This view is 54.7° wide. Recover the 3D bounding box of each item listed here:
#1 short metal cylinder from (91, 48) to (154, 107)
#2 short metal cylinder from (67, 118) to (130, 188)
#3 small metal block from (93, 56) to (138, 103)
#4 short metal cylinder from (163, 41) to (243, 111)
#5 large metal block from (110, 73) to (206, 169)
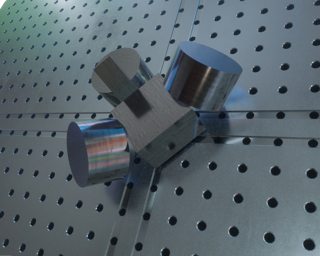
[{"bbox_3d":[-0.054,-0.072,0.460,0.080,0.050,0.080,-13,56,21],"label":"short metal cylinder"},{"bbox_3d":[-0.078,0.029,0.384,0.080,0.050,0.079,18,112,55],"label":"short metal cylinder"},{"bbox_3d":[-0.053,-0.061,0.389,0.025,0.050,0.050,-39,7,4],"label":"small metal block"},{"bbox_3d":[0.050,-0.063,0.371,0.080,0.081,0.050,51,130,39],"label":"short metal cylinder"},{"bbox_3d":[-0.003,-0.010,0.392,0.080,0.050,0.080,-39,51,2],"label":"large metal block"}]
